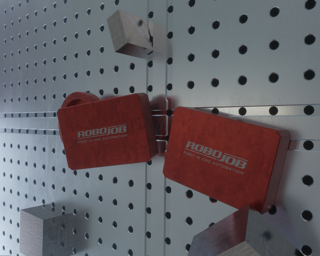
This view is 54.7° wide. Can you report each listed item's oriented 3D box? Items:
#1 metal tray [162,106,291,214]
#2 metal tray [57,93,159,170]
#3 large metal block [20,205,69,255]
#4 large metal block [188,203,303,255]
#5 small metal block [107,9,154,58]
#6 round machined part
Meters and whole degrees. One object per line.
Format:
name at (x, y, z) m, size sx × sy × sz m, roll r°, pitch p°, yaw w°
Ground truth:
metal tray at (0.068, 0.031, 0.350) m, size 0.130 × 0.030 × 0.089 m, roll 17°, pitch 101°, yaw 38°
metal tray at (-0.074, 0.006, 0.431) m, size 0.130 × 0.030 × 0.089 m, roll -9°, pitch 95°, yaw 20°
large metal block at (-0.214, 0.193, 0.570) m, size 0.080 × 0.050 × 0.079 m, roll 4°, pitch 92°, yaw 40°
large metal block at (0.083, 0.134, 0.303) m, size 0.080 × 0.050 × 0.080 m, roll 44°, pitch 121°, yaw -4°
small metal block at (-0.041, -0.128, 0.427) m, size 0.025 × 0.050 × 0.050 m, roll -25°, pitch 75°, yaw 37°
round machined part at (-0.116, -0.008, 0.495) m, size 0.098 × 0.042 × 0.097 m, roll 0°, pitch 90°, yaw 40°
